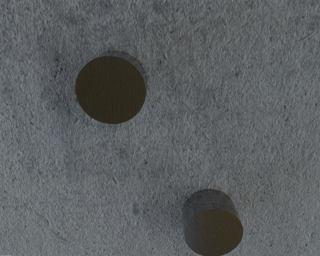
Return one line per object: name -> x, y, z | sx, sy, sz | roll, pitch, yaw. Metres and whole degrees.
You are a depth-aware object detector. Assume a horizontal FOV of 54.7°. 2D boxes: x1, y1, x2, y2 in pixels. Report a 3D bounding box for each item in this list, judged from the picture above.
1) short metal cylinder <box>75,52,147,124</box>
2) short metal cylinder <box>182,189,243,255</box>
short metal cylinder -> -0.056, -0.051, 0.377 | 0.081, 0.050, 0.079 | 0, 110, 0
short metal cylinder -> 0.074, 0.136, 0.447 | 0.081, 0.050, 0.079 | 0, 110, 0
